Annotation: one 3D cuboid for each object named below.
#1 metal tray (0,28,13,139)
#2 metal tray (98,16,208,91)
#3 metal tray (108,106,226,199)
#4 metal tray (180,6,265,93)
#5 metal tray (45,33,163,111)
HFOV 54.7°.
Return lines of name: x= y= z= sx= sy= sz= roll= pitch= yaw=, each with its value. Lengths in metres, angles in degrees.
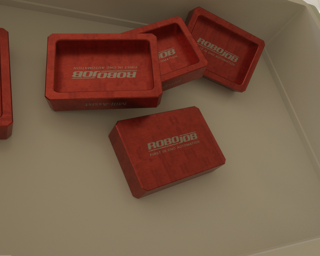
metal tray: x=-0.206 y=-0.051 z=0.322 sx=0.091 sy=0.030 sz=0.130 roll=-1 pitch=62 yaw=-29
metal tray: x=-0.012 y=-0.094 z=0.425 sx=0.131 sy=0.030 sz=0.090 roll=-22 pitch=73 yaw=-14
metal tray: x=0.012 y=0.026 z=0.395 sx=0.131 sy=0.030 sz=0.090 roll=-13 pitch=68 yaw=-34
metal tray: x=0.092 y=-0.122 z=0.495 sx=0.131 sy=0.030 sz=0.090 roll=21 pitch=94 yaw=-16
metal tray: x=-0.067 y=-0.069 z=0.376 sx=0.131 sy=0.030 sz=0.090 roll=-3 pitch=69 yaw=-8
